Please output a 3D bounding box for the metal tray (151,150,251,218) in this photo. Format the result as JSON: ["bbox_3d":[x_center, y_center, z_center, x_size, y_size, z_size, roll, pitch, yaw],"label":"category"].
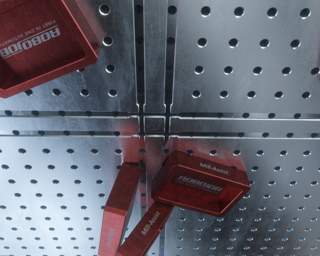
[{"bbox_3d":[0.062,0.091,0.487,0.131,0.030,0.089,18,128,-16],"label":"metal tray"}]

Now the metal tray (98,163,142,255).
[{"bbox_3d":[-0.062,0.128,0.474,0.030,0.090,0.129,16,129,1],"label":"metal tray"}]

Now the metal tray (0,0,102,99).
[{"bbox_3d":[-0.141,-0.092,0.327,0.130,0.030,0.090,-18,128,14],"label":"metal tray"}]

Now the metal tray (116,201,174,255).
[{"bbox_3d":[-0.026,0.175,0.493,0.030,0.131,0.089,31,129,13],"label":"metal tray"}]
